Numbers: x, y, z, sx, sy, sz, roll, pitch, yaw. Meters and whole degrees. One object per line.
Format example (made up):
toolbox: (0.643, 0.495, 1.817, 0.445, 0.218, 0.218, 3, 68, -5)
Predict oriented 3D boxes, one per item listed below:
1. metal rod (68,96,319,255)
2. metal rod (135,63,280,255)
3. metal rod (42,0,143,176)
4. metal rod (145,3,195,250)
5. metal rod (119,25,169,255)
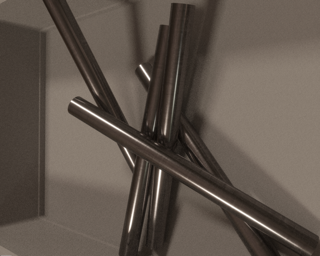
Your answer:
metal rod: (0.018, 0.042, 0.338, 0.301, 0.025, 0.025, 30, 109, 19)
metal rod: (0.050, 0.036, 0.364, 0.025, 0.025, 0.299, -46, 63, 30)
metal rod: (-0.082, -0.060, 0.393, 0.025, 0.025, 0.299, -17, 105, 38)
metal rod: (0.008, 0.013, 0.366, 0.025, 0.025, 0.298, 21, 113, 38)
metal rod: (-0.016, 0.027, 0.386, 0.025, 0.025, 0.298, 20, 105, 38)
